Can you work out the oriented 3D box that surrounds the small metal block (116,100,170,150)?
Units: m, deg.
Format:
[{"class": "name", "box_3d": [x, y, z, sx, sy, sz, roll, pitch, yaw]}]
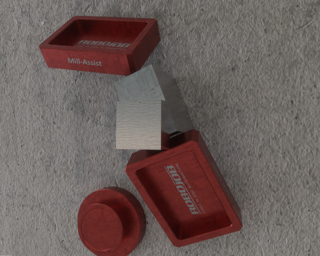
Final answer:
[{"class": "small metal block", "box_3d": [-0.018, -0.003, 0.327, 0.050, 0.025, 0.050, -1, 86, 21]}]

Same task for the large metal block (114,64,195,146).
[{"class": "large metal block", "box_3d": [-0.003, -0.022, 0.378, 0.050, 0.080, 0.080, -24, 79, 19]}]

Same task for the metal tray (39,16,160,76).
[{"class": "metal tray", "box_3d": [-0.076, -0.110, 0.403, 0.130, 0.090, 0.030, 9, 137, 19]}]

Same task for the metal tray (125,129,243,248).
[{"class": "metal tray", "box_3d": [0.030, 0.075, 0.366, 0.090, 0.030, 0.130, -23, 109, 18]}]

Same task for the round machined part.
[{"class": "round machined part", "box_3d": [-0.072, 0.133, 0.425, 0.098, 0.042, 0.097, 0, 90, 20]}]
